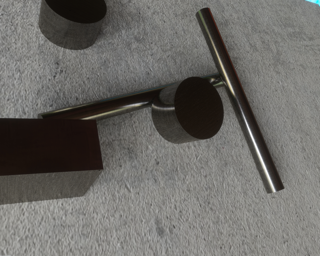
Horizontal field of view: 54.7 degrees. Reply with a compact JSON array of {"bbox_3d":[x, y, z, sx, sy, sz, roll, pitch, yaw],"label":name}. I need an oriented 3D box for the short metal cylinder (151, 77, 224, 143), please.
[{"bbox_3d":[0.036,-0.022,0.405,0.081,0.050,0.080,7,77,-33],"label":"short metal cylinder"}]

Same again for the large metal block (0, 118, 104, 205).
[{"bbox_3d":[-0.107,0.033,0.291,0.081,0.080,0.050,0,62,-28],"label":"large metal block"}]

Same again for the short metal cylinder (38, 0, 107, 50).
[{"bbox_3d":[-0.118,-0.153,0.417,0.081,0.050,0.080,14,56,-21],"label":"short metal cylinder"}]

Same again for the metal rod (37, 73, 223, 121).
[{"bbox_3d":[-0.011,-0.043,0.423,0.302,0.025,0.025,-18,72,-35],"label":"metal rod"}]

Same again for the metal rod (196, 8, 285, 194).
[{"bbox_3d":[0.117,-0.049,0.470,0.025,0.025,0.299,-11,75,-33],"label":"metal rod"}]
